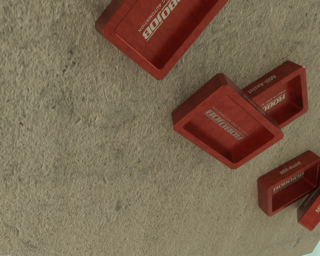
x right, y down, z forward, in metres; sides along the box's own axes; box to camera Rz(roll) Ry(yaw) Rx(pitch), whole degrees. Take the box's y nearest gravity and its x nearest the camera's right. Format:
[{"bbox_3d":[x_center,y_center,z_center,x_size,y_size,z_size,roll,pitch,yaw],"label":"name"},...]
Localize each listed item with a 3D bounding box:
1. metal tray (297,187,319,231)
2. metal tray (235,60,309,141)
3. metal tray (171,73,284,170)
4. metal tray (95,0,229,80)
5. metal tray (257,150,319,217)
[{"bbox_3d":[0.339,0.143,0.647,0.129,0.030,0.090,-60,162,15],"label":"metal tray"},{"bbox_3d":[0.163,-0.032,0.472,0.131,0.030,0.090,-32,129,-7],"label":"metal tray"},{"bbox_3d":[0.091,-0.003,0.418,0.130,0.030,0.090,34,120,-29],"label":"metal tray"},{"bbox_3d":[0.007,-0.127,0.328,0.090,0.030,0.130,34,99,-39],"label":"metal tray"},{"bbox_3d":[0.256,0.109,0.610,0.131,0.030,0.090,-25,128,-13],"label":"metal tray"}]
